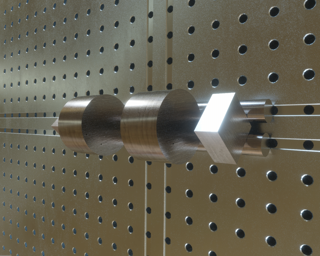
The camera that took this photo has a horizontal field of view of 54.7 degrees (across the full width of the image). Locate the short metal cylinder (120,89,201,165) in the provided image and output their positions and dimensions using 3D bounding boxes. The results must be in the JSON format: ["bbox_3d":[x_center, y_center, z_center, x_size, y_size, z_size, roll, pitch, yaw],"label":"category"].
[{"bbox_3d":[0.003,-0.002,0.342,0.050,0.081,0.079,1,91,40],"label":"short metal cylinder"}]

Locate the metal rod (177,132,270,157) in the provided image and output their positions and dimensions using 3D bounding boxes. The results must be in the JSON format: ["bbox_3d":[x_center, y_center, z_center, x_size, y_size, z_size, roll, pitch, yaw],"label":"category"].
[{"bbox_3d":[-0.006,0.014,0.415,0.300,0.025,0.025,1,91,40],"label":"metal rod"}]

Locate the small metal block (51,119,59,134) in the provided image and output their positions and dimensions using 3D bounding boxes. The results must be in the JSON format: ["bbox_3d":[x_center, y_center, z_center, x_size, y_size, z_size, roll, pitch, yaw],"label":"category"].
[{"bbox_3d":[-0.125,-0.004,0.467,0.025,0.050,0.050,1,49,40],"label":"small metal block"}]

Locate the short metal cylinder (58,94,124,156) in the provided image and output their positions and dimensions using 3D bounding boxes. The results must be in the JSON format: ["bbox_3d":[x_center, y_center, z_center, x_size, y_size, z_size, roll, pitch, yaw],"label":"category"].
[{"bbox_3d":[-0.087,-0.004,0.417,0.050,0.081,0.079,1,91,40],"label":"short metal cylinder"}]

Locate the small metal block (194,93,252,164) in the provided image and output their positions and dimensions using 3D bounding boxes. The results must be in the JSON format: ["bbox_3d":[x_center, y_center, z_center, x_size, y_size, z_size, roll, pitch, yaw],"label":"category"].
[{"bbox_3d":[0.065,0.001,0.310,0.025,0.050,0.050,1,50,40],"label":"small metal block"}]

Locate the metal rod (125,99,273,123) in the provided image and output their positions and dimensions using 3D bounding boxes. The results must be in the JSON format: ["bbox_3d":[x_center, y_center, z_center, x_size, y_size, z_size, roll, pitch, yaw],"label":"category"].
[{"bbox_3d":[-0.004,-0.020,0.413,0.300,0.025,0.025,1,91,40],"label":"metal rod"}]
